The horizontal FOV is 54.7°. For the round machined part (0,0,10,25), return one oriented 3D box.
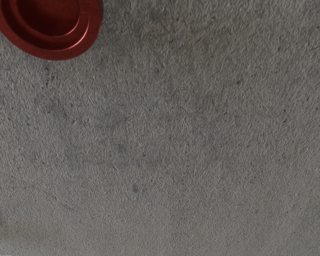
[{"bbox_3d":[-0.199,-0.125,0.286,0.099,0.042,0.097,-1,130,0],"label":"round machined part"}]

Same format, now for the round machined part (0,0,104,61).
[{"bbox_3d":[-0.103,-0.117,0.294,0.099,0.042,0.097,-1,131,-1],"label":"round machined part"}]
